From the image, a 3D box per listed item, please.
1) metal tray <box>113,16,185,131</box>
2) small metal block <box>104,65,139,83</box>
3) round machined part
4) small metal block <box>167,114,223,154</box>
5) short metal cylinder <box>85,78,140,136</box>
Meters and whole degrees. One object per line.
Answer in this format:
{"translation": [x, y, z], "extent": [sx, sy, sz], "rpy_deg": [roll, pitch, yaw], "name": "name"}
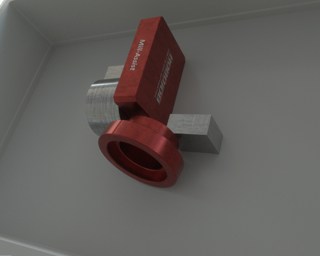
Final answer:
{"translation": [-0.008, -0.068, 0.408], "extent": [0.030, 0.090, 0.130], "rpy_deg": [1, 62, 28], "name": "metal tray"}
{"translation": [-0.045, -0.066, 0.452], "extent": [0.050, 0.050, 0.025], "rpy_deg": [0, 62, 28], "name": "small metal block"}
{"translation": [-0.017, 0.023, 0.354], "extent": [0.098, 0.098, 0.042], "rpy_deg": [9, 54, 32], "name": "round machined part"}
{"translation": [0.041, 0.007, 0.363], "extent": [0.050, 0.050, 0.025], "rpy_deg": [2, 63, 29], "name": "small metal block"}
{"translation": [-0.053, -0.027, 0.413], "extent": [0.050, 0.080, 0.080], "rpy_deg": [-1, 61, 27], "name": "short metal cylinder"}
